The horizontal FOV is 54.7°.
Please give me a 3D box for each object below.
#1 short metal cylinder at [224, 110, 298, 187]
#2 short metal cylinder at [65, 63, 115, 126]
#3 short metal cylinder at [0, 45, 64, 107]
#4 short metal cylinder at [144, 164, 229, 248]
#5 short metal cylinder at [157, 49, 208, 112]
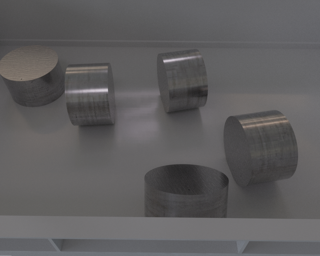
[{"bbox_3d":[0.110,0.022,0.351,0.050,0.080,0.080,-8,51,-7],"label":"short metal cylinder"},{"bbox_3d":[-0.089,-0.044,0.406,0.050,0.080,0.080,-3,50,-3],"label":"short metal cylinder"},{"bbox_3d":[-0.184,-0.076,0.452,0.080,0.050,0.080,0,50,0],"label":"short metal cylinder"},{"bbox_3d":[0.025,0.072,0.303,0.080,0.050,0.080,1,12,0],"label":"short metal cylinder"},{"bbox_3d":[0.028,-0.065,0.424,0.050,0.080,0.080,-9,51,-8],"label":"short metal cylinder"}]
